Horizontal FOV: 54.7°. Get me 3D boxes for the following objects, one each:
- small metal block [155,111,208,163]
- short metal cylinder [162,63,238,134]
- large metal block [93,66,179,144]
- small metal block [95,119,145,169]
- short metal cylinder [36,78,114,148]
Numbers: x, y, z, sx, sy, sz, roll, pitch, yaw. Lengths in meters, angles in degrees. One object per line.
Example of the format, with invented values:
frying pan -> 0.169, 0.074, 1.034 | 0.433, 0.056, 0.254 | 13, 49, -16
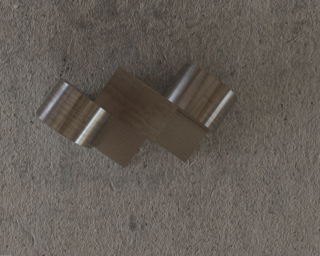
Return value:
small metal block -> 0.027, 0.011, 0.412 | 0.050, 0.025, 0.050 | 35, 90, 0
short metal cylinder -> 0.048, -0.036, 0.384 | 0.080, 0.080, 0.050 | 35, 90, 0
large metal block -> -0.027, -0.026, 0.384 | 0.080, 0.080, 0.050 | 35, 90, -1
small metal block -> -0.052, 0.017, 0.411 | 0.050, 0.025, 0.050 | 35, 90, 0
short metal cylinder -> -0.102, -0.018, 0.383 | 0.080, 0.080, 0.050 | 35, 90, 0
